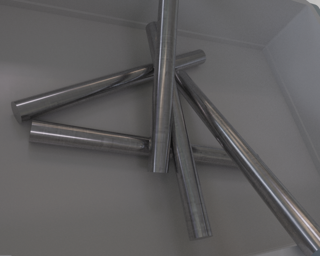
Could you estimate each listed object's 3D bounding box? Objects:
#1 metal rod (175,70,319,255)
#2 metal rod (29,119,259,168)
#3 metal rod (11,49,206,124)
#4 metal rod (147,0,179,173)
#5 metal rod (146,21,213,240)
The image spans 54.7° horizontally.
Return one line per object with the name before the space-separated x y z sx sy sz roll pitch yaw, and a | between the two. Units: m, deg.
metal rod | 0.081 0.013 0.363 0.025 0.025 0.300 2 36 -27
metal rod | -0.001 0.026 0.389 0.302 0.025 0.025 9 58 -23
metal rod | -0.044 -0.067 0.422 0.302 0.025 0.025 -25 75 -37
metal rod | 0.007 -0.096 0.378 0.025 0.025 0.298 7 81 -25
metal rod | 0.017 -0.016 0.390 0.025 0.025 0.299 3 60 -27
